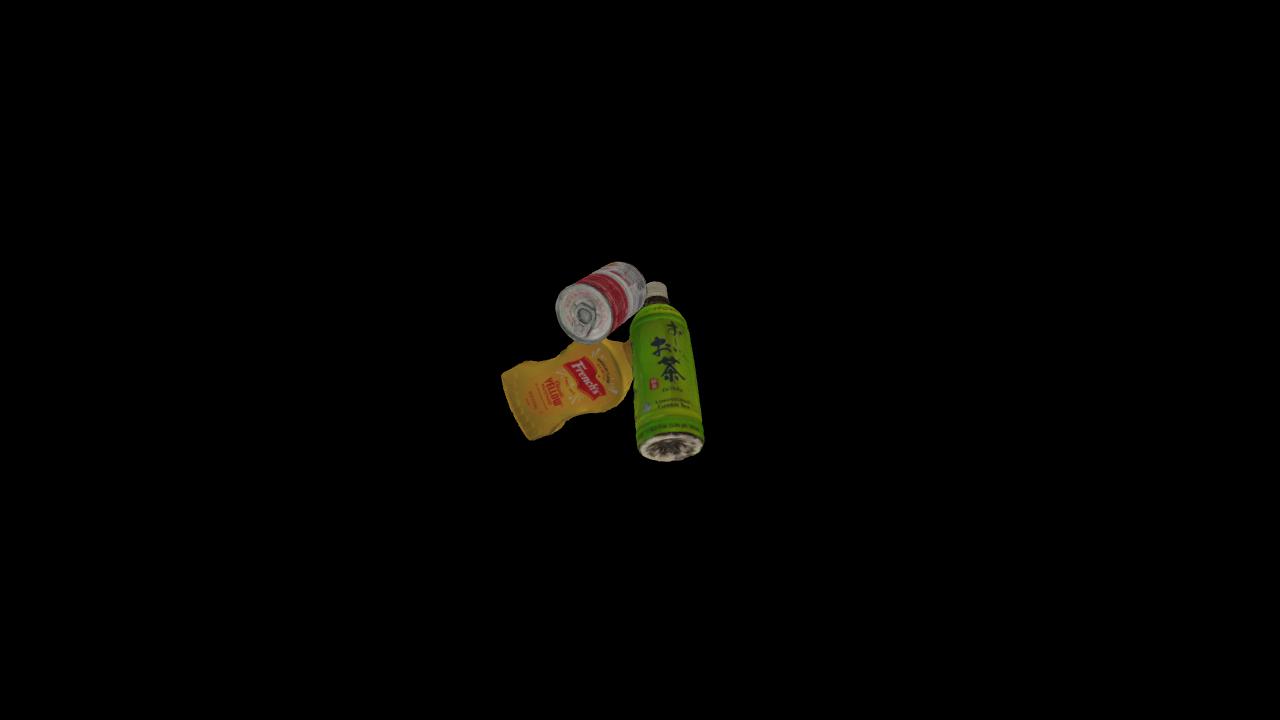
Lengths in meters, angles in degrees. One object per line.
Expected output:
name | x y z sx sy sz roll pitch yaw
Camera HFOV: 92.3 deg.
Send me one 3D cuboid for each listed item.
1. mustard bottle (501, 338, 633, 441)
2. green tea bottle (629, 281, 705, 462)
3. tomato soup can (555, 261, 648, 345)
mustard bottle | -0.062 0.020 0.714 0.184 0.092 0.054 -23 -4 8
green tea bottle | 0.024 0.004 0.676 0.073 0.212 0.073 -3 -35 -2
tomato soup can | -0.040 -0.066 0.682 0.068 0.068 0.101 0 23 24
